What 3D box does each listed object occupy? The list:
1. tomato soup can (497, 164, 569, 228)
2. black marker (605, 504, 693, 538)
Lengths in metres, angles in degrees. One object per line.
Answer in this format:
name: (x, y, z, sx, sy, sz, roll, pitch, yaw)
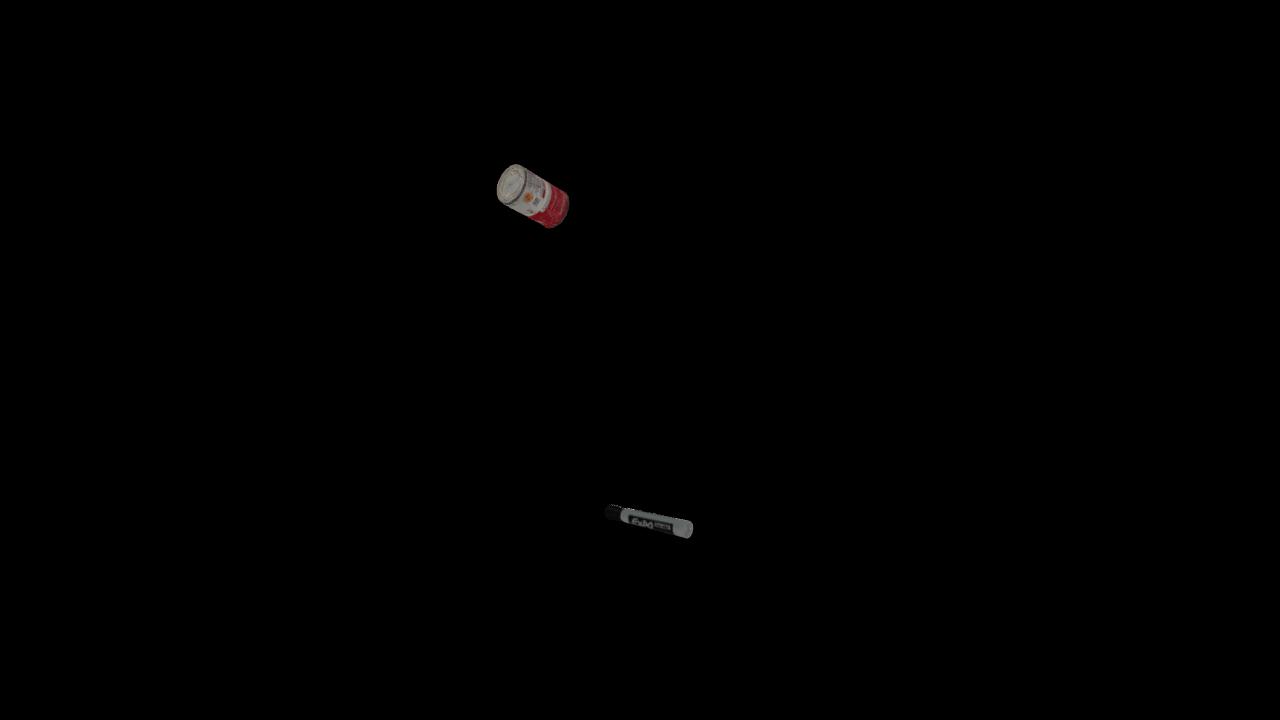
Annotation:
tomato soup can: (-0.172, -0.263, 0.992, 0.068, 0.068, 0.101, 0, -12, 36)
black marker: (0.006, 0.182, 0.701, 0.121, 0.020, 0.020, 1, 1, 40)
